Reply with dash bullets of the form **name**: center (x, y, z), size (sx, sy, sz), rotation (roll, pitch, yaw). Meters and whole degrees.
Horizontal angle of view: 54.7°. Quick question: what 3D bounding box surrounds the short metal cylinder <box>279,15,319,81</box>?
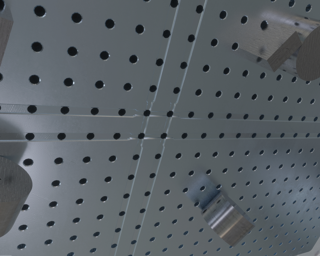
- **short metal cylinder**: center (0.205, -0.113, 0.437), size (0.081, 0.050, 0.079), rotation (-14, 124, -21)

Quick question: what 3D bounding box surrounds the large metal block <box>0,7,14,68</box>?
- **large metal block**: center (-0.176, -0.070, 0.255), size (0.081, 0.050, 0.080), rotation (14, 111, -34)

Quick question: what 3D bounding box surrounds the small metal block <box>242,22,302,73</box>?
- **small metal block**: center (0.147, -0.108, 0.409), size (0.050, 0.050, 0.025), rotation (-46, 129, 4)

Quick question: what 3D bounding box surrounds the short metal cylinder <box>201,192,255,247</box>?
- **short metal cylinder**: center (0.117, 0.157, 0.537), size (0.050, 0.080, 0.080), rotation (-47, 129, 4)

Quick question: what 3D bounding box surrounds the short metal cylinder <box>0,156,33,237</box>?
- **short metal cylinder**: center (-0.182, 0.069, 0.319), size (0.080, 0.080, 0.050), rotation (20, 108, -36)
